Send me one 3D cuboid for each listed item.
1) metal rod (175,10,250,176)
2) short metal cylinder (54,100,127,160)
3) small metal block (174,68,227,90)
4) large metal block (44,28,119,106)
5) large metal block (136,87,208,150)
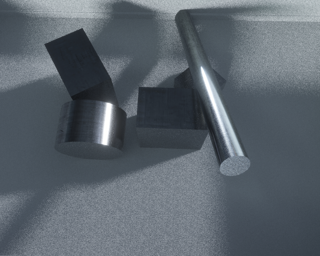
[{"bbox_3d":[0.048,-0.068,0.362,0.025,0.025,0.300,-5,42,-2],"label":"metal rod"},{"bbox_3d":[-0.083,0.005,0.378,0.081,0.080,0.050,2,70,0],"label":"short metal cylinder"},{"bbox_3d":[0.055,-0.061,0.433,0.050,0.025,0.050,-40,75,-14],"label":"small metal block"},{"bbox_3d":[-0.098,-0.066,0.403,0.050,0.080,0.080,-27,73,-10],"label":"large metal block"},{"bbox_3d":[0.015,-0.009,0.384,0.081,0.080,0.050,2,70,0],"label":"large metal block"}]
